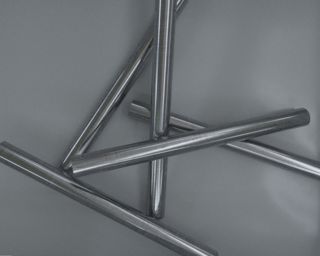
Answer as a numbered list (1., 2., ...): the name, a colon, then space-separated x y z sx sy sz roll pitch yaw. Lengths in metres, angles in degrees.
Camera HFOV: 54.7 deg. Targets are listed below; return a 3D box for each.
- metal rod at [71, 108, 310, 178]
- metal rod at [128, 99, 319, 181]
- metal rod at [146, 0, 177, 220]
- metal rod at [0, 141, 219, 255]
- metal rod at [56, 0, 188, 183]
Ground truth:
1. metal rod: 0.048 0.014 0.377 0.302 0.025 0.025 -11 90 -14
2. metal rod: 0.104 0.022 0.411 0.301 0.025 0.025 19 90 0
3. metal rod: 0.001 -0.029 0.381 0.025 0.025 0.298 3 102 0
4. metal rod: -0.064 0.098 0.387 0.301 0.025 0.025 28 90 -3
5. metal rod: -0.056 -0.049 0.410 0.025 0.025 0.299 34 90 0
